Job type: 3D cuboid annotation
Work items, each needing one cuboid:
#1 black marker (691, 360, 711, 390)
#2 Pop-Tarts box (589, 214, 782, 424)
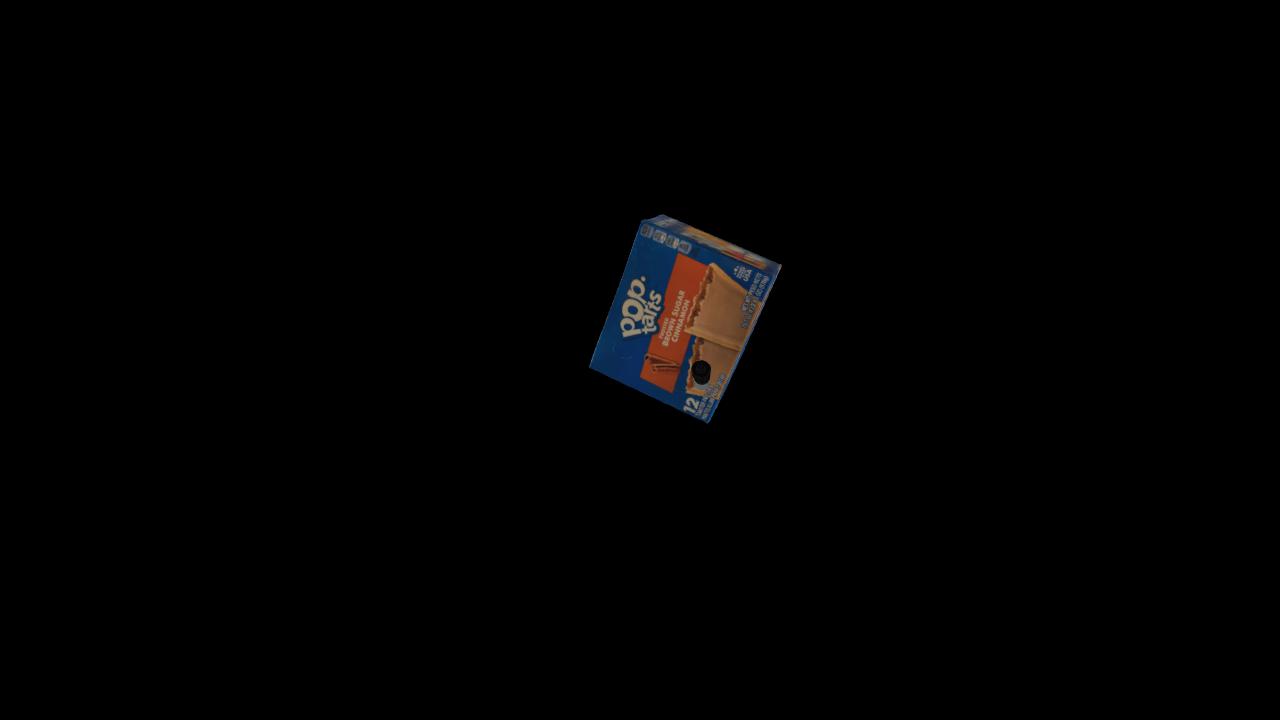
[{"bbox_3d":[0.065,0.030,0.637,0.020,0.020,0.121,0,-23,8],"label":"black marker"},{"bbox_3d":[0.046,-0.045,0.642,0.141,0.167,0.083,25,21,10],"label":"Pop-Tarts box"}]
